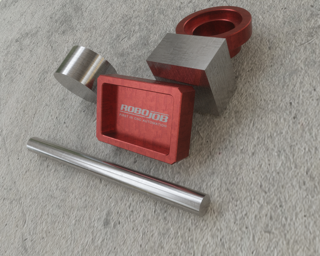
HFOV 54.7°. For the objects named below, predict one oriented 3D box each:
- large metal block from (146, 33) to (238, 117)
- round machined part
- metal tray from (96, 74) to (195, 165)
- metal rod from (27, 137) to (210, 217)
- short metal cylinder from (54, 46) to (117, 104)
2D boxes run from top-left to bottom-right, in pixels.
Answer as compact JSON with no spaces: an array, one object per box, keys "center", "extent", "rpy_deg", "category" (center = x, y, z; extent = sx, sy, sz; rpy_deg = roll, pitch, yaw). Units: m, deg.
[{"center":[0.042,-0.066,0.382],"extent":[0.080,0.080,0.050],"rpy_deg":[18,63,34],"category":"large metal block"},{"center":[0.073,-0.123,0.417],"extent":[0.098,0.042,0.098],"rpy_deg":[-10,41,9],"category":"round machined part"},{"center":[-0.023,-0.016,0.389],"extent":[0.130,0.030,0.089],"rpy_deg":[14,108,33],"category":"metal tray"},{"center":[-0.076,0.054,0.408],"extent":[0.300,0.025,0.025],"rpy_deg":[13,68,33],"category":"metal rod"},{"center":[-0.113,-0.080,0.475],"extent":[0.080,0.080,0.050],"rpy_deg":[17,71,34],"category":"short metal cylinder"}]
